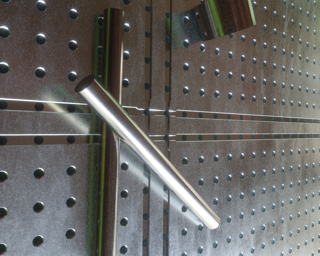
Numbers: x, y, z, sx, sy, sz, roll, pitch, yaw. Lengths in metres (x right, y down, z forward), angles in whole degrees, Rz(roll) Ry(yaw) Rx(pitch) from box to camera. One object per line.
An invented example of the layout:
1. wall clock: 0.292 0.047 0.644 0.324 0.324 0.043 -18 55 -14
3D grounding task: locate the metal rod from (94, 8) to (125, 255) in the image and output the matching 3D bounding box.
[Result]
1. metal rod: -0.059 0.013 0.359 0.025 0.025 0.298 3 88 -40

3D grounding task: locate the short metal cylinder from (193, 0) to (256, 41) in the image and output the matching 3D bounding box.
1. short metal cylinder: 0.094 -0.163 0.452 0.081 0.080 0.050 -30 109 -36

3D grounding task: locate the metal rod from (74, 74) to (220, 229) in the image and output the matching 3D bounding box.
1. metal rod: 0.004 0.050 0.390 0.300 0.025 0.025 51 60 -36
